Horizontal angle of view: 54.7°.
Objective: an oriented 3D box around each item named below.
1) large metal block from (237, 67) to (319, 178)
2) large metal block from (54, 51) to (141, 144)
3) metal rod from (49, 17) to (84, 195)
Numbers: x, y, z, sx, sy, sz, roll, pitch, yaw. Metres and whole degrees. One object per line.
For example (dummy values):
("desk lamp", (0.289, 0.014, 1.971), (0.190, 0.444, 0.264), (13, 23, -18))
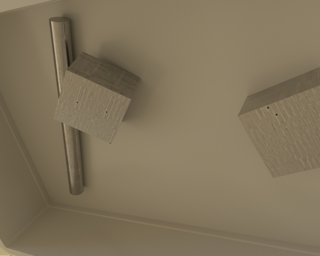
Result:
("large metal block", (0.139, -0.004, 0.317), (0.080, 0.050, 0.080), (-23, 106, 36))
("large metal block", (-0.080, -0.037, 0.398), (0.080, 0.050, 0.079), (25, 129, -6))
("metal rod", (-0.137, -0.013, 0.470), (0.025, 0.025, 0.298), (17, 125, 18))
